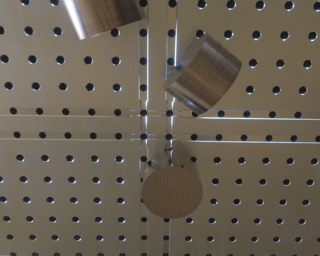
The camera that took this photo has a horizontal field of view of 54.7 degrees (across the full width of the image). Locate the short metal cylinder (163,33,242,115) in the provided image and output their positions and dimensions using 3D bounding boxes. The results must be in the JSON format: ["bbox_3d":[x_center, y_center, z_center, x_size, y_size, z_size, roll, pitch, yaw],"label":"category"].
[{"bbox_3d":[0.048,-0.062,0.361,0.050,0.080,0.080,36,106,-12],"label":"short metal cylinder"}]

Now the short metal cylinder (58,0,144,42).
[{"bbox_3d":[-0.063,-0.131,0.335,0.080,0.080,0.050,-16,109,6],"label":"short metal cylinder"}]

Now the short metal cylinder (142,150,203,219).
[{"bbox_3d":[0.016,0.077,0.428,0.081,0.050,0.079,0,110,0],"label":"short metal cylinder"}]
